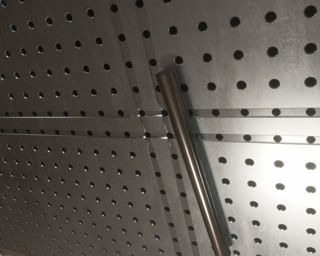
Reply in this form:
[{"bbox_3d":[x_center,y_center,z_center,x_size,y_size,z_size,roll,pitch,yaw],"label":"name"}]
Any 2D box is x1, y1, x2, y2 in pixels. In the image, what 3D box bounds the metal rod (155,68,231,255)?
[{"bbox_3d":[0.052,0.064,0.422,0.025,0.025,0.298,-5,116,30],"label":"metal rod"}]
